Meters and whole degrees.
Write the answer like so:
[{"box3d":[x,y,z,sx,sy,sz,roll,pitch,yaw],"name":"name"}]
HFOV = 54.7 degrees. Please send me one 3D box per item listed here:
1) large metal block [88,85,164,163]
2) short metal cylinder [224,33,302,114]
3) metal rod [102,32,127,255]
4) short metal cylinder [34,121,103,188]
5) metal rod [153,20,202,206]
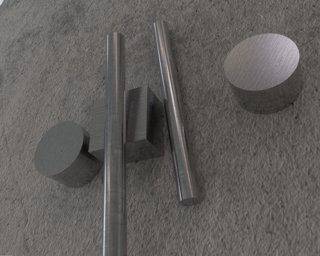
[{"box3d":[-0.042,-0.001,0.411,0.080,0.050,0.080,-14,56,20],"name":"large metal block"},{"box3d":[0.121,-0.063,0.363,0.080,0.050,0.080,-13,56,21],"name":"short metal cylinder"},{"box3d":[-0.052,0.014,0.358,0.025,0.025,0.299,-14,63,21],"name":"metal rod"},{"box3d":[-0.125,0.037,0.430,0.080,0.050,0.080,-13,56,21],"name":"short metal cylinder"},{"box3d":[0.017,-0.042,0.421,0.025,0.025,0.299,-19,54,17],"name":"metal rod"}]
